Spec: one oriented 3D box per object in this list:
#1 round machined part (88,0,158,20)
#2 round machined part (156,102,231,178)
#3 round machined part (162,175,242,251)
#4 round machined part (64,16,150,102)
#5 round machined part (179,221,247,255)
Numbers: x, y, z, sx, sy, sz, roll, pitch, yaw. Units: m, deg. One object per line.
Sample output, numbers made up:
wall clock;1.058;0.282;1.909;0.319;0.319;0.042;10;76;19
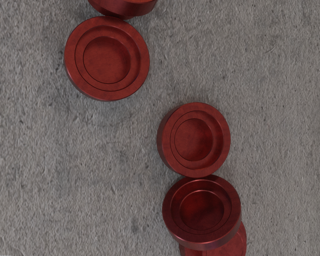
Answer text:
round machined part;-0.050;-0.168;0.367;0.099;0.042;0.098;13;57;-21
round machined part;0.041;0.016;0.415;0.099;0.042;0.097;0;90;-20
round machined part;0.055;0.111;0.401;0.098;0.098;0.042;-34;136;-17
round machined part;-0.065;-0.080;0.376;0.099;0.042;0.097;0;90;-20
round machined part;0.080;0.161;0.429;0.099;0.042;0.097;0;90;-20
